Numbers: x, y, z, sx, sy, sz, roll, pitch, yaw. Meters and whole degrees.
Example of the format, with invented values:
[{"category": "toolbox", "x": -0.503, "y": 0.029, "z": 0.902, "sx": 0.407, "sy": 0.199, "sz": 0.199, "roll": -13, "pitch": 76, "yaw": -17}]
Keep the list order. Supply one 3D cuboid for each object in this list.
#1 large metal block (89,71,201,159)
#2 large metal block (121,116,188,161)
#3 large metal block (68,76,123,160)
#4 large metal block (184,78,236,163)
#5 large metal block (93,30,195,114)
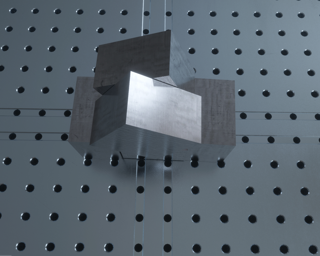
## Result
[{"category": "large metal block", "x": -0.015, "y": -0.007, "z": 0.314, "sx": 0.081, "sy": 0.080, "sz": 0.050, "roll": 15, "pitch": 66, "yaw": -30}, {"category": "large metal block", "x": -0.006, "y": -0.005, "z": 0.398, "sx": 0.081, "sy": 0.050, "sz": 0.080, "roll": 3, "pitch": 70, "yaw": 0}, {"category": "large metal block", "x": -0.073, "y": -0.009, "z": 0.385, "sx": 0.050, "sy": 0.080, "sz": 0.080, "roll": 2, "pitch": 70, "yaw": 0}, {"category": "large metal block", "x": 0.059, "y": -0.006, "z": 0.385, "sx": 0.050, "sy": 0.080, "sz": 0.080, "roll": 4, "pitch": 70, "yaw": 1}, {"category": "large metal block", "x": -0.013, "y": -0.053, "z": 0.334, "sx": 0.080, "sy": 0.080, "sz": 0.050, "roll": -6, "pitch": 68, "yaw": 22}]
